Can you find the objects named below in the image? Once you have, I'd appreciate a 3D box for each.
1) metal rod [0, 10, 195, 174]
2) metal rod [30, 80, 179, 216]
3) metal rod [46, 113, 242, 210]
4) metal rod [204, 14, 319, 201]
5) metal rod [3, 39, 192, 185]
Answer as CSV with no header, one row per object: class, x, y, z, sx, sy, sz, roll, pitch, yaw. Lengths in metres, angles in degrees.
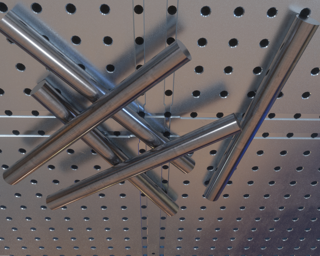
metal rod,-0.059,-0.027,0.387,0.025,0.025,0.301,-35,123,25
metal rod,-0.062,0.046,0.449,0.025,0.025,0.300,-27,126,21
metal rod,-0.035,0.053,0.421,0.300,0.025,0.025,-25,126,19
metal rod,0.118,-0.001,0.412,0.025,0.025,0.298,10,130,-9
metal rod,-0.091,-0.005,0.371,0.300,0.025,0.025,-32,123,24
